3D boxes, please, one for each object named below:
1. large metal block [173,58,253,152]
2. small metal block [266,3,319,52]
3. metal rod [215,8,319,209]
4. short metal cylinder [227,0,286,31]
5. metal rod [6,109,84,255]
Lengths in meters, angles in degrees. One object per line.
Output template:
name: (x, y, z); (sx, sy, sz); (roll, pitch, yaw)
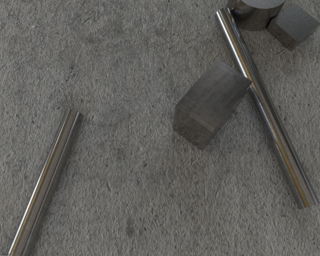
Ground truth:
large metal block: (0.062, -0.026, 0.389); (0.050, 0.080, 0.080); (37, 74, 12)
small metal block: (0.200, -0.152, 0.465); (0.050, 0.025, 0.050); (-38, 74, -13)
metal rod: (0.138, -0.040, 0.423); (0.025, 0.025, 0.299); (-16, 71, -6)
short metal cylinder: (0.145, -0.195, 0.467); (0.081, 0.050, 0.080); (0, 70, 0)
metal rod: (-0.153, 0.116, 0.364); (0.025, 0.025, 0.299); (14, 70, 5)
